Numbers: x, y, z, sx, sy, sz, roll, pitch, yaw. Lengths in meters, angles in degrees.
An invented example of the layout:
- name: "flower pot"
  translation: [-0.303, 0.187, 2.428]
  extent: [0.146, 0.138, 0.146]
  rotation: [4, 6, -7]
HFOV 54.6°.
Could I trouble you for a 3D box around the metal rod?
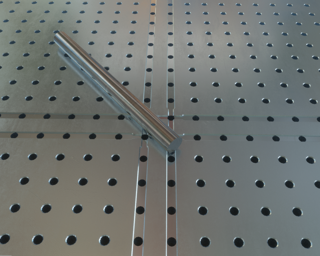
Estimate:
- name: "metal rod"
  translation: [-0.077, -0.067, 0.463]
  extent: [0.025, 0.025, 0.300]
  rotation: [-32, 57, -24]
